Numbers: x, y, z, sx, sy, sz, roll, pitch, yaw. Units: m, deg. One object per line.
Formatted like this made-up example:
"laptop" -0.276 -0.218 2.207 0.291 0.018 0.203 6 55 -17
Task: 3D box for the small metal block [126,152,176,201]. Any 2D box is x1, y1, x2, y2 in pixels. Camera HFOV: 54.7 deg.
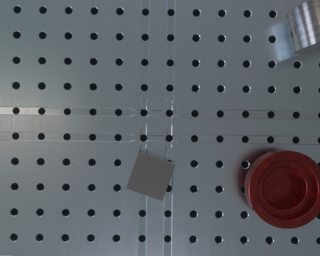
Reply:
"small metal block" -0.012 0.063 0.413 0.050 0.025 0.050 20 90 0

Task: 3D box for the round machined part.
"round machined part" 0.160 0.077 0.406 0.099 0.042 0.097 0 90 0

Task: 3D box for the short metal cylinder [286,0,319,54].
"short metal cylinder" 0.205 -0.129 0.388 0.080 0.080 0.050 -12 90 0
